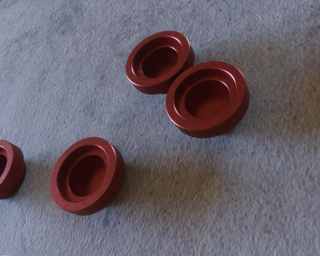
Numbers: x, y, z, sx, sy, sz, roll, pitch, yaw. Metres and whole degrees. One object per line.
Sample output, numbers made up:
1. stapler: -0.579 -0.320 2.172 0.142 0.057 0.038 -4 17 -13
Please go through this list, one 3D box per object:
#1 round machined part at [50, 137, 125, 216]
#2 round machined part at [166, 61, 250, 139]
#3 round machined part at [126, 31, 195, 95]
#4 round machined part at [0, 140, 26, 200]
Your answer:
1. round machined part: -0.087 0.064 0.398 0.098 0.042 0.098 -13 56 20
2. round machined part: 0.060 -0.030 0.379 0.098 0.042 0.098 -13 56 20
3. round machined part: 0.004 -0.088 0.444 0.098 0.042 0.098 -13 56 20
4. round machined part: -0.248 0.071 0.477 0.098 0.042 0.098 -13 56 20
